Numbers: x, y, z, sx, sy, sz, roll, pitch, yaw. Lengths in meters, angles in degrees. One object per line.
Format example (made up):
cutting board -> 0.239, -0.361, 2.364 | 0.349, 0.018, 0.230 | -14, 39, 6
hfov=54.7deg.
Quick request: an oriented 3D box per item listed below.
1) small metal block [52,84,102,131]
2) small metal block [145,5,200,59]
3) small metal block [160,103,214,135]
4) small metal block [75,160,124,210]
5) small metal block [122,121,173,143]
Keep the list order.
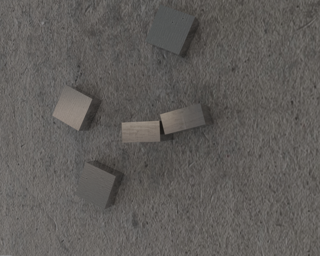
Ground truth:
small metal block -> -0.121, -0.029, 0.452 | 0.050, 0.025, 0.050 | 28, 99, 17
small metal block -> 0.016, -0.125, 0.403 | 0.050, 0.025, 0.050 | 26, 99, 18
small metal block -> 0.035, -0.010, 0.383 | 0.050, 0.050, 0.025 | -15, 85, 19
small metal block -> -0.086, 0.080, 0.439 | 0.050, 0.025, 0.050 | 22, 97, 18
small metal block -> -0.015, 0.005, 0.401 | 0.050, 0.050, 0.025 | -2, 89, 20
